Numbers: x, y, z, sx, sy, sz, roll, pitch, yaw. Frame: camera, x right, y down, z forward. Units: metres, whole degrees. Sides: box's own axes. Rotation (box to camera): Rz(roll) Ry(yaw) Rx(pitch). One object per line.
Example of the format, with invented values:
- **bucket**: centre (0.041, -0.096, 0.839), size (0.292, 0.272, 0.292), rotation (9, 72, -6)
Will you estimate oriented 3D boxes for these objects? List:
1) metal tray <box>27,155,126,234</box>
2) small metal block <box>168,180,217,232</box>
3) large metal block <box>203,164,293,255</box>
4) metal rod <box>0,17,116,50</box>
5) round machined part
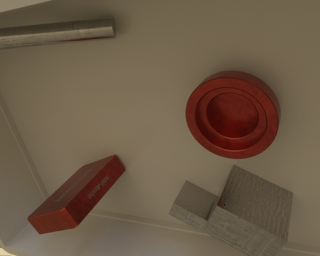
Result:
- **metal tray**: centre (-0.120, 0.096, 0.461), size (0.090, 0.131, 0.030), rotation (-21, 107, 35)
- **small metal block**: centre (0.047, 0.108, 0.433), size (0.050, 0.050, 0.025), rotation (26, 127, 11)
- **large metal block**: centre (0.109, 0.102, 0.378), size (0.080, 0.080, 0.050), rotation (26, 127, 12)
- **metal rod**: centre (-0.204, -0.105, 0.371), size (0.302, 0.025, 0.025), rotation (-5, 119, 2)
- **round machined part**: centre (0.082, -0.017, 0.343), size (0.098, 0.042, 0.097), rotation (13, 124, 20)
